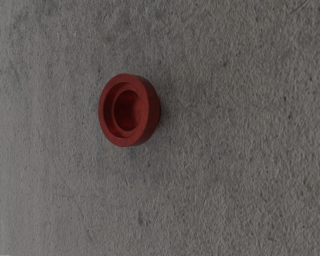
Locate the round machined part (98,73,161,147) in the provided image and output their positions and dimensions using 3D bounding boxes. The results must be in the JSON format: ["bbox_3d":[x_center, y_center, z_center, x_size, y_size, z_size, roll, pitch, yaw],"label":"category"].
[{"bbox_3d":[-0.037,-0.024,0.426,0.098,0.042,0.097,0,90,40],"label":"round machined part"}]
